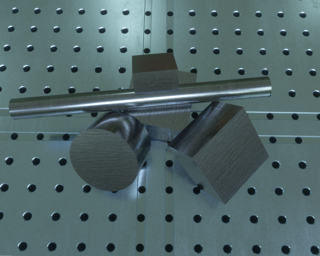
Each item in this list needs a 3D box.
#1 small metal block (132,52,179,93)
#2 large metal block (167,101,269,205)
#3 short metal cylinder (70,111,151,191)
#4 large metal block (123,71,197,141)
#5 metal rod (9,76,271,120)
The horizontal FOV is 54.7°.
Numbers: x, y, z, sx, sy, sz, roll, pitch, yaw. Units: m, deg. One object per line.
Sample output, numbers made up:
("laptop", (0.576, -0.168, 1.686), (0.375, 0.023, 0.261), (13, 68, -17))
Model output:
("small metal block", (-0.007, -0.066, 0.366), (0.050, 0.025, 0.050), (-5, 35, -2))
("large metal block", (0.070, 0.027, 0.363), (0.080, 0.050, 0.080), (-43, 120, -14))
("short metal cylinder", (-0.056, 0.026, 0.362), (0.080, 0.079, 0.050), (18, 28, 6))
("large metal block", (0.000, -0.031, 0.406), (0.080, 0.050, 0.080), (10, 70, 3))
("metal rod", (-0.021, -0.036, 0.368), (0.302, 0.025, 0.025), (-5, 70, -2))
